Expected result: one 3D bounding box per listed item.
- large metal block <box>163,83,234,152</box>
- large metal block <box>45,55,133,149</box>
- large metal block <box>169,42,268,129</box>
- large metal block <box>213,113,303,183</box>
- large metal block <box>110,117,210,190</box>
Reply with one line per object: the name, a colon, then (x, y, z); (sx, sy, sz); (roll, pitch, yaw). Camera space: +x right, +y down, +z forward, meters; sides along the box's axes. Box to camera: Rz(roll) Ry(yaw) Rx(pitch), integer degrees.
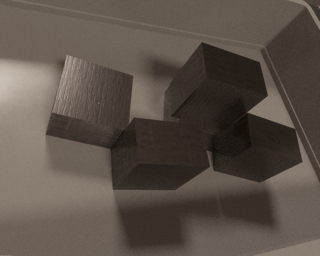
large metal block: (0.052, -0.021, 0.432); (0.081, 0.050, 0.080); (16, 55, -19)
large metal block: (-0.081, -0.028, 0.364); (0.081, 0.050, 0.080); (15, 56, -20)
large metal block: (0.066, -0.046, 0.372); (0.081, 0.080, 0.050); (12, 57, -22)
large metal block: (0.129, 0.030, 0.424); (0.081, 0.080, 0.050); (16, 55, -20)
large metal block: (-0.004, 0.034, 0.349); (0.081, 0.080, 0.050); (6, 59, -26)
